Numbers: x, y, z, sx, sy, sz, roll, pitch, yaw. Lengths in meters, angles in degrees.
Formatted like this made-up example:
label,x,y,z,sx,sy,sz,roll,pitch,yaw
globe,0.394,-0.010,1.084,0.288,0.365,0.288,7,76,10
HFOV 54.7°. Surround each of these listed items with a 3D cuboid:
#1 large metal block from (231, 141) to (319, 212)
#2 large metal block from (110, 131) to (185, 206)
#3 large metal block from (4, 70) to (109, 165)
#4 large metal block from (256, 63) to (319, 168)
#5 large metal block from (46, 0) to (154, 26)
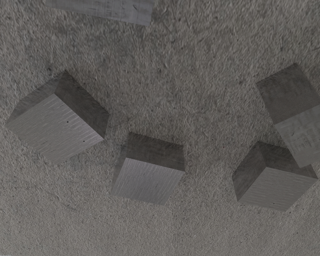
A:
label,x,y,z,sx,sy,sz,roll,pitch,yaw
large metal block,0.164,0.073,0.454,0.081,0.050,0.079,14,129,-12
large metal block,-0.018,0.060,0.441,0.081,0.050,0.079,15,129,-13
large metal block,-0.122,-0.011,0.380,0.080,0.050,0.080,-27,125,21
large metal block,0.160,-0.015,0.360,0.050,0.080,0.080,-28,125,21
large metal block,-0.043,-0.132,0.258,0.081,0.080,0.050,8,130,-7
